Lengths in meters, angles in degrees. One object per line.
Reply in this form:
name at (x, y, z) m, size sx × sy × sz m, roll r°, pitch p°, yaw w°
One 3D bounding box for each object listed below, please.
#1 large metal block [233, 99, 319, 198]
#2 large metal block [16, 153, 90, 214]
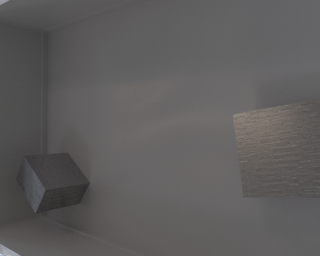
large metal block at (0.121, 0.021, 0.290) m, size 0.080 × 0.050 × 0.080 m, roll -10°, pitch 84°, yaw 39°
large metal block at (-0.180, 0.088, 0.520) m, size 0.080 × 0.081 × 0.050 m, roll 44°, pitch 116°, yaw 31°
